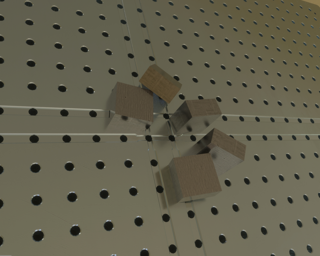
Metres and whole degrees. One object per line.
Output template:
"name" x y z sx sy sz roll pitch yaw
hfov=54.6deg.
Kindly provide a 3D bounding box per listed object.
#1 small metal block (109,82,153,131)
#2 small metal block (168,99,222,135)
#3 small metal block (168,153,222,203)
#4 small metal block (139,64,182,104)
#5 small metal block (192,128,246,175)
"small metal block" -0.037 -0.028 0.405 0.050 0.025 0.050 12 57 -22
"small metal block" 0.048 -0.015 0.427 0.050 0.050 0.025 -6 65 -31
"small metal block" 0.043 0.062 0.387 0.050 0.025 0.050 -6 64 -17
"small metal block" 0.002 -0.063 0.431 0.050 0.025 0.050 37 16 -4
"small metal block" 0.078 0.032 0.413 0.050 0.050 0.025 28 52 -11
